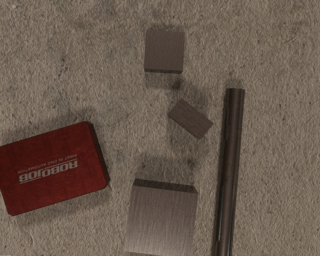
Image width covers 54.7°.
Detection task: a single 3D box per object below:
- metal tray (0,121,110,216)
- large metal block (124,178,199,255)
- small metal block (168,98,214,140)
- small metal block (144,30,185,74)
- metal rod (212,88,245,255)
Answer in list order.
[{"bbox_3d":[-0.141,0.051,0.406,0.131,0.030,0.090,-17,90,-1],"label":"metal tray"},{"bbox_3d":[0.001,0.114,0.398,0.081,0.050,0.080,7,90,-1],"label":"large metal block"},{"bbox_3d":[0.037,-0.011,0.398,0.050,0.050,0.025,39,90,-1],"label":"small metal block"},{"bbox_3d":[0.006,-0.100,0.410,0.050,0.025,0.050,3,90,-1],"label":"small metal block"},{"bbox_3d":[0.088,0.097,0.411,0.025,0.025,0.298,5,90,-1],"label":"metal rod"}]
